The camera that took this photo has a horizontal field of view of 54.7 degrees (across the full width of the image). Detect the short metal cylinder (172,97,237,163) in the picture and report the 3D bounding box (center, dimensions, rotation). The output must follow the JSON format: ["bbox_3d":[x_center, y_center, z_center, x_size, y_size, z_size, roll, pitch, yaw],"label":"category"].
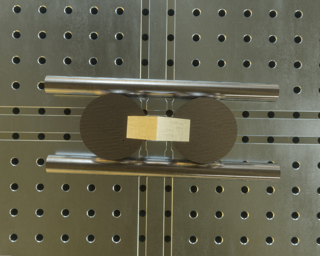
[{"bbox_3d":[0.053,0.003,0.398,0.081,0.050,0.079,0,90,0],"label":"short metal cylinder"}]

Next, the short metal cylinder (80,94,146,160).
[{"bbox_3d":[-0.056,-0.002,0.397,0.081,0.050,0.079,0,90,0],"label":"short metal cylinder"}]

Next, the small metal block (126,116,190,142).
[{"bbox_3d":[-0.002,0.001,0.351,0.050,0.050,0.025,4,89,-43],"label":"small metal block"}]

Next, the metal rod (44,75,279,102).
[{"bbox_3d":[0.003,-0.052,0.410,0.302,0.025,0.025,2,90,0],"label":"metal rod"}]

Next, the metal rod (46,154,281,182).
[{"bbox_3d":[0.005,0.053,0.410,0.302,0.025,0.025,2,90,0],"label":"metal rod"}]
